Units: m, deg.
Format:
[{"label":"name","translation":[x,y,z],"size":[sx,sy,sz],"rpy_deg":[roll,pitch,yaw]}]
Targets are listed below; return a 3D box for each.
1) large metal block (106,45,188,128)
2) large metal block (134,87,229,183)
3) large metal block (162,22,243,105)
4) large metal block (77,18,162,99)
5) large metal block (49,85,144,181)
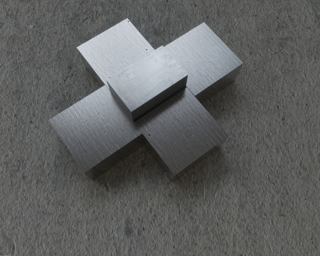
[{"label":"large metal block","translation":[-0.015,-0.045,0.396],"size":[0.080,0.080,0.050],"rpy_deg":[-35,74,-12]},{"label":"large metal block","translation":[0.025,0.010,0.392],"size":[0.080,0.050,0.080],"rpy_deg":[-35,74,-12]},{"label":"large metal block","translation":[0.052,-0.084,0.426],"size":[0.080,0.050,0.080],"rpy_deg":[-35,74,-12]},{"label":"large metal block","translation":[-0.053,-0.089,0.427],"size":[0.080,0.050,0.080],"rpy_deg":[-35,74,-12]},{"label":"large metal block","translation":[-0.077,0.007,0.392],"size":[0.080,0.050,0.080],"rpy_deg":[-35,74,-12]}]
